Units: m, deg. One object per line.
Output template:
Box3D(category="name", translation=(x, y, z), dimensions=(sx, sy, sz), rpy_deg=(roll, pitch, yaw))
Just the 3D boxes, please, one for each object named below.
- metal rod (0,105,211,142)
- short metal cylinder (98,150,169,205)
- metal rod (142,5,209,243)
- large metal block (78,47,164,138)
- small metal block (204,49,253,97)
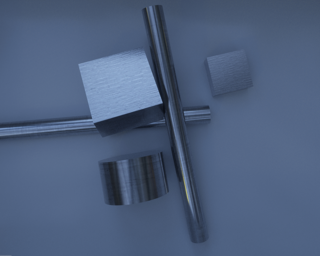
Box3D(category="metal rod", translation=(-0.085, -0.005, 0.410), dimensions=(0.302, 0.025, 0.025), rpy_deg=(-5, 90, -1))
Box3D(category="short metal cylinder", translation=(-0.032, 0.059, 0.384), dimensions=(0.081, 0.080, 0.050), rpy_deg=(-9, 90, 0))
Box3D(category="metal rod", translation=(0.022, 0.003, 0.388), dimensions=(0.025, 0.025, 0.298), rpy_deg=(-12, 100, 0))
Box3D(category="large metal block", translation=(-0.047, -0.043, 0.383), dimensions=(0.081, 0.050, 0.080), rpy_deg=(-17, 70, -5))
Box3D(category="small metal block", translation=(0.091, -0.073, 0.413), dimensions=(0.050, 0.025, 0.050), rpy_deg=(-13, 90, -1))
